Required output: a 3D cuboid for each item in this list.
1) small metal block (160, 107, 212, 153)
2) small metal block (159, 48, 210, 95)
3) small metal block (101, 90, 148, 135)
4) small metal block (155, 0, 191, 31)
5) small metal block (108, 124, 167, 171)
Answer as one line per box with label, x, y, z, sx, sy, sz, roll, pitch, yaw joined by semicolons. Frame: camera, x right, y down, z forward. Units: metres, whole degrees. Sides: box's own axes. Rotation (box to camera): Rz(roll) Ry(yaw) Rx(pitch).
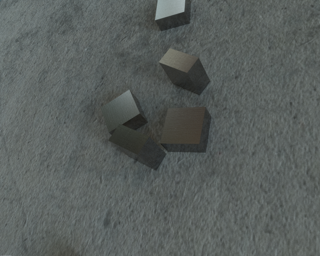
small metal block;0.033;0.002;0.384;0.050;0.025;0.050;-1;61;27
small metal block;0.034;-0.075;0.415;0.050;0.050;0.025;29;78;37
small metal block;-0.051;-0.019;0.441;0.050;0.025;0.050;-31;52;7
small metal block;0.022;-0.192;0.509;0.050;0.025;0.050;-8;58;23
small metal block;-0.027;0.024;0.386;0.050;0.050;0.025;22;74;35
